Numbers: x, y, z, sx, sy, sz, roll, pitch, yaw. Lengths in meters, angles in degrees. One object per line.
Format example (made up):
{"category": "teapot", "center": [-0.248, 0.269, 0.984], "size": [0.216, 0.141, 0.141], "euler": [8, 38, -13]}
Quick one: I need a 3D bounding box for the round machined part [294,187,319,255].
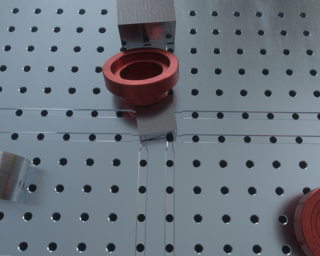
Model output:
{"category": "round machined part", "center": [0.205, 0.117, 0.361], "size": [0.099, 0.042, 0.098], "euler": [0, 70, 0]}

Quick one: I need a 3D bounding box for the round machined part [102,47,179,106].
{"category": "round machined part", "center": [-0.024, -0.066, 0.412], "size": [0.099, 0.042, 0.098], "euler": [-3, 41, 3]}

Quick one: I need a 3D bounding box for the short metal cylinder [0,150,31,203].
{"category": "short metal cylinder", "center": [-0.200, 0.056, 0.361], "size": [0.080, 0.080, 0.050], "euler": [7, 70, 2]}

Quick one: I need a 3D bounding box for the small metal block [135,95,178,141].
{"category": "small metal block", "center": [-0.006, -0.013, 0.416], "size": [0.050, 0.025, 0.050], "euler": [-8, 70, -3]}

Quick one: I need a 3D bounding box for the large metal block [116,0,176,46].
{"category": "large metal block", "center": [-0.021, -0.173, 0.461], "size": [0.081, 0.050, 0.080], "euler": [-5, 70, -2]}
